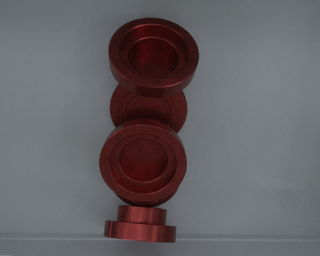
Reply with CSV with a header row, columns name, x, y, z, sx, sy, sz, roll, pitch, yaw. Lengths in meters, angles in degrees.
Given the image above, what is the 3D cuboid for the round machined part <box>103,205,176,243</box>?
name,x,y,z,sx,sy,sz,roll,pitch,yaw
round machined part,-0.026,0.132,0.430,0.099,0.098,0.042,6,73,-3

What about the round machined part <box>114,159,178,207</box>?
name,x,y,z,sx,sy,sz,roll,pitch,yaw
round machined part,-0.021,0.069,0.425,0.099,0.042,0.097,0,110,-1

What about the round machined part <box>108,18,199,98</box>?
name,x,y,z,sx,sy,sz,roll,pitch,yaw
round machined part,-0.008,-0.075,0.353,0.099,0.098,0.042,7,152,-3

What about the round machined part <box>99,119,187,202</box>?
name,x,y,z,sx,sy,sz,roll,pitch,yaw
round machined part,-0.019,0.035,0.367,0.099,0.042,0.097,0,110,-1

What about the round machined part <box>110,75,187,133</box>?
name,x,y,z,sx,sy,sz,roll,pitch,yaw
round machined part,-0.014,-0.022,0.392,0.099,0.042,0.097,0,110,-1
